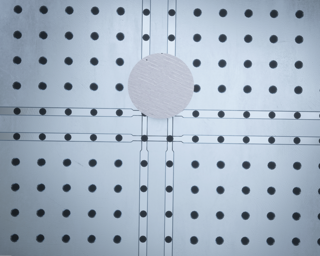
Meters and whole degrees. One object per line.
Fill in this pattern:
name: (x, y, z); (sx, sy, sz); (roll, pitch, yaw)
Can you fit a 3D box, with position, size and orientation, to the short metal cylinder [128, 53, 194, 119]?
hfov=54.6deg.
short metal cylinder: (0.001, -0.051, 0.401); (0.080, 0.050, 0.080); (0, 90, 0)
